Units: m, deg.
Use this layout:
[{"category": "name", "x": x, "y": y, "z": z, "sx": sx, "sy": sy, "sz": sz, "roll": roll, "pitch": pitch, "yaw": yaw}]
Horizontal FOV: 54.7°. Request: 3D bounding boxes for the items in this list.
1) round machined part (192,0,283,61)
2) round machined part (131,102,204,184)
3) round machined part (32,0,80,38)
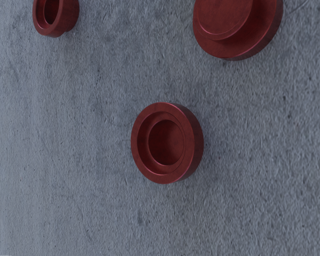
[{"category": "round machined part", "x": 0.075, "y": -0.124, "z": 0.332, "sx": 0.098, "sy": 0.042, "sz": 0.097, "roll": 0, "pitch": 90, "yaw": 40}, {"category": "round machined part", "x": 0.013, "y": 0.018, "z": 0.383, "sx": 0.098, "sy": 0.042, "sz": 0.097, "roll": 0, "pitch": 90, "yaw": 40}, {"category": "round machined part", "x": -0.179, "y": -0.207, "z": 0.542, "sx": 0.098, "sy": 0.042, "sz": 0.097, "roll": 0, "pitch": 90, "yaw": 40}]
